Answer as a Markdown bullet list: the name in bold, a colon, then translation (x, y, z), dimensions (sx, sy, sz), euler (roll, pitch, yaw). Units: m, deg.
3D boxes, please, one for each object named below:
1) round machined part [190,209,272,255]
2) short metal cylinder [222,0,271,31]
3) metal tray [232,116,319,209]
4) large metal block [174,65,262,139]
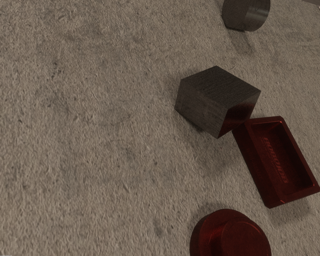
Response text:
- **round machined part**: translation (0.087, 0.141, 0.356), dimensions (0.099, 0.042, 0.098), euler (14, 56, -21)
- **short metal cylinder**: translation (0.166, -0.233, 0.603), dimensions (0.050, 0.080, 0.080), euler (2, 61, -28)
- **metal tray**: translation (0.174, 0.047, 0.468), dimensions (0.091, 0.030, 0.130), euler (-6, 65, -31)
- **large metal block**: translation (0.081, -0.040, 0.439), dimensions (0.081, 0.050, 0.080), euler (-27, 53, -37)
